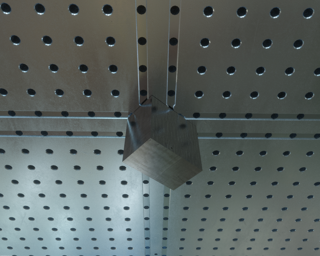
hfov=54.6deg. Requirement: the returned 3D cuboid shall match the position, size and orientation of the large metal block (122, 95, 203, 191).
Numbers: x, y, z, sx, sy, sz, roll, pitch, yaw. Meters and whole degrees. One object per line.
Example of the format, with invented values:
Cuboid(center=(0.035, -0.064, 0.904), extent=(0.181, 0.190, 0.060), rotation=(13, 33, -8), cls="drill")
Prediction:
Cuboid(center=(0.003, 0.019, 0.391), extent=(0.080, 0.080, 0.050), rotation=(34, 123, -26), cls="large metal block")
